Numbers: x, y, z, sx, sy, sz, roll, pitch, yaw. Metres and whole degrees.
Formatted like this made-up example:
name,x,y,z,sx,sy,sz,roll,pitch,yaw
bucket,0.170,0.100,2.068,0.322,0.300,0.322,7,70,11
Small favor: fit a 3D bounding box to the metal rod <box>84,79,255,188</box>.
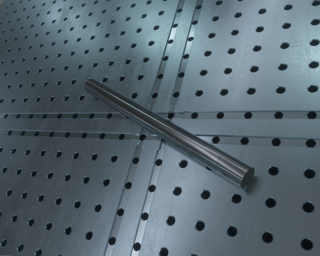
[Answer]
name,x,y,z,sx,sy,sz,roll,pitch,yaw
metal rod,-0.010,-0.008,0.417,0.300,0.025,0.025,31,79,37
